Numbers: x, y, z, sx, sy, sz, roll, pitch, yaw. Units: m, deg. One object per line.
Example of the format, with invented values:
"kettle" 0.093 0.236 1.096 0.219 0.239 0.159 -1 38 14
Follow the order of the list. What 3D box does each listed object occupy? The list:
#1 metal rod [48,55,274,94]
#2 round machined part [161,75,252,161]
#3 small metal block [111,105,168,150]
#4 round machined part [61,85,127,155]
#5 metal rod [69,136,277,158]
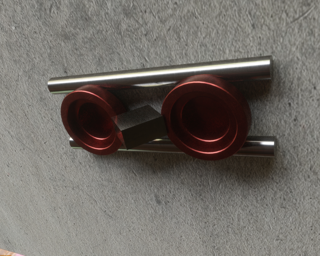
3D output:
"metal rod" -0.021 -0.061 0.381 0.300 0.025 0.025 0 119 28
"round machined part" 0.054 -0.014 0.353 0.098 0.042 0.097 13 124 21
"small metal block" -0.026 -0.002 0.370 0.050 0.050 0.025 -138 31 -61
"round machined part" -0.083 -0.014 0.427 0.098 0.042 0.097 13 124 21
"metal rod" -0.002 0.021 0.422 0.300 0.025 0.025 0 119 28
